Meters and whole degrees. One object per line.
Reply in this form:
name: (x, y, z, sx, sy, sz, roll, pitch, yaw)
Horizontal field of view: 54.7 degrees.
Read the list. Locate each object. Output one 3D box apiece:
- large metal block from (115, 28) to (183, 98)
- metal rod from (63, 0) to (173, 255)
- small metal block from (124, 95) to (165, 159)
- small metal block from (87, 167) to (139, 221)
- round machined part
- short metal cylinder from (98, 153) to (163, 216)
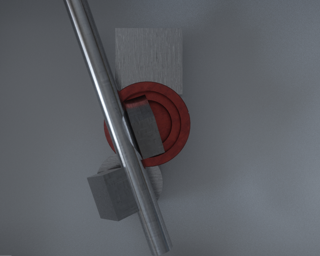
large metal block: (-0.013, -0.080, 0.396, 0.081, 0.050, 0.079, 0, 90, -1)
metal rod: (-0.047, -0.007, 0.340, 0.025, 0.025, 0.298, -19, 90, 0)
small metal block: (-0.018, -0.002, 0.349, 0.025, 0.050, 0.050, -19, 125, -4)
small metal block: (-0.054, 0.073, 0.345, 0.025, 0.050, 0.050, -19, 90, -34)
round machined part: (-0.014, -0.005, 0.372, 0.099, 0.042, 0.097, 0, 90, -1)
short metal cylinder: (-0.037, 0.066, 0.398, 0.081, 0.050, 0.079, 0, 90, -1)
